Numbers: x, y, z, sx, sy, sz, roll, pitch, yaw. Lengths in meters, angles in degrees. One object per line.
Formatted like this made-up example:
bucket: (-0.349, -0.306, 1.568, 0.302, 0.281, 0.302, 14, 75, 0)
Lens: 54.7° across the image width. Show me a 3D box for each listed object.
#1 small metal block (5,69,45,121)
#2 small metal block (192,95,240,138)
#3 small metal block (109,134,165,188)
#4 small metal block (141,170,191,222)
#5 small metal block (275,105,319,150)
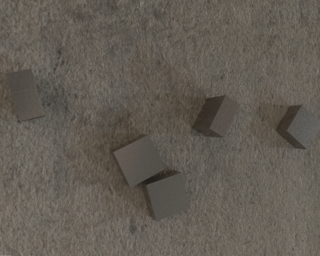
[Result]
small metal block: (-0.147, -0.034, 0.342, 0.025, 0.050, 0.050, -17, 96, -20)
small metal block: (0.076, -0.015, 0.425, 0.025, 0.050, 0.050, 31, 80, -18)
small metal block: (-0.029, 0.041, 0.399, 0.050, 0.025, 0.050, -27, 99, -18)
small metal block: (0.007, 0.089, 0.413, 0.050, 0.025, 0.050, -16, 96, -20)
small metal block: (0.221, -0.001, 0.493, 0.050, 0.025, 0.050, 38, 78, -17)
